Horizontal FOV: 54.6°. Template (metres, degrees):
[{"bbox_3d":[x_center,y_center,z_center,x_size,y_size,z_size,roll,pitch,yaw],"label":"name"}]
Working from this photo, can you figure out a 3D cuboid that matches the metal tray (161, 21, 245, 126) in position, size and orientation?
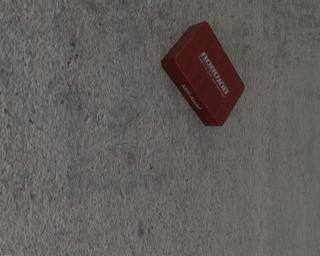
[{"bbox_3d":[0.068,-0.076,0.457,0.130,0.030,0.090,51,60,-28],"label":"metal tray"}]
